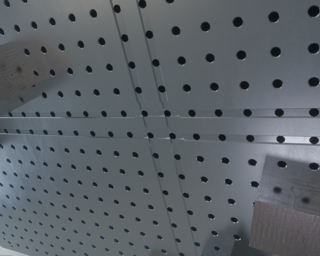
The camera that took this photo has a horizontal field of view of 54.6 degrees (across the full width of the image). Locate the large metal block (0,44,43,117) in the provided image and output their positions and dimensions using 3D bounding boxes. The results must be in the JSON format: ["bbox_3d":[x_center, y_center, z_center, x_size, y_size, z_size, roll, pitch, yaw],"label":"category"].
[{"bbox_3d":[-0.240,-0.069,0.461,0.080,0.080,0.050,44,129,-2],"label":"large metal block"}]

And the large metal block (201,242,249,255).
[{"bbox_3d":[0.110,0.235,0.483,0.080,0.050,0.080,45,129,-3],"label":"large metal block"}]

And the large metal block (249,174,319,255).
[{"bbox_3d":[0.158,0.112,0.381,0.080,0.050,0.080,10,123,22],"label":"large metal block"}]
